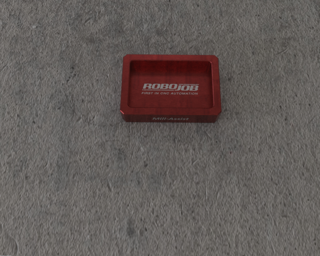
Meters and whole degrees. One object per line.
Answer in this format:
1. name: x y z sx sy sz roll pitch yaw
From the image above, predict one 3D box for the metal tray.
1. metal tray: 0.014 -0.054 0.425 0.131 0.030 0.090 1 70 0
